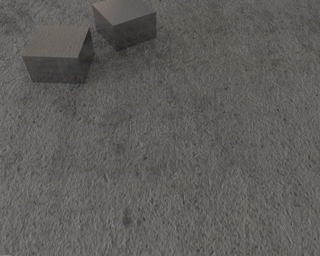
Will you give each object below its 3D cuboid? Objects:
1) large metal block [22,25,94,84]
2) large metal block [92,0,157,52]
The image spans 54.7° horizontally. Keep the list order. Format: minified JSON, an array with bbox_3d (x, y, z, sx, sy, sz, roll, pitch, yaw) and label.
[{"bbox_3d":[-0.154,-0.115,0.483,0.080,0.050,0.080,3,50,2],"label":"large metal block"},{"bbox_3d":[-0.062,-0.188,0.544,0.081,0.050,0.080,-26,55,-20],"label":"large metal block"}]
